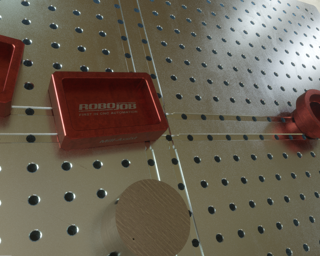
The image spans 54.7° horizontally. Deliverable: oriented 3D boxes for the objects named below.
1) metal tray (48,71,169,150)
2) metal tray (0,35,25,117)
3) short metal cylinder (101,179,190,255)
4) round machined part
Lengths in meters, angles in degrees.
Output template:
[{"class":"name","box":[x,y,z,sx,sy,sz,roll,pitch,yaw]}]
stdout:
[{"class":"metal tray","box":[-0.063,-0.025,0.387,0.131,0.030,0.090,-5,64,-31]},{"class":"metal tray","box":[-0.221,-0.068,0.327,0.131,0.030,0.090,11,57,-23]},{"class":"short metal cylinder","box":[-0.016,0.100,0.324,0.081,0.050,0.080,14,56,-21]},{"class":"round machined part","box":[0.286,-0.020,0.567,0.099,0.042,0.098,14,56,-21]}]
